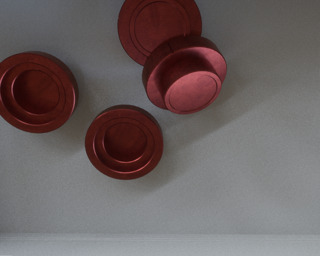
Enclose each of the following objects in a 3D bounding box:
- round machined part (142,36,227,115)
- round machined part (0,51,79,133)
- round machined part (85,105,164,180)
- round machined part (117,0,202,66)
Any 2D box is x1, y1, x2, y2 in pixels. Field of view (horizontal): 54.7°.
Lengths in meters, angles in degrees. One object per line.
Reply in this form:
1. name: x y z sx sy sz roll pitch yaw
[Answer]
1. round machined part: 0.032 -0.053 0.358 0.099 0.042 0.097 -13 142 -10
2. round machined part: -0.150 -0.046 0.383 0.099 0.042 0.097 0 110 -1
3. round machined part: -0.045 0.016 0.407 0.099 0.042 0.097 0 110 -1
4. round machined part: 0.000 -0.116 0.359 0.099 0.042 0.097 0 110 -1
